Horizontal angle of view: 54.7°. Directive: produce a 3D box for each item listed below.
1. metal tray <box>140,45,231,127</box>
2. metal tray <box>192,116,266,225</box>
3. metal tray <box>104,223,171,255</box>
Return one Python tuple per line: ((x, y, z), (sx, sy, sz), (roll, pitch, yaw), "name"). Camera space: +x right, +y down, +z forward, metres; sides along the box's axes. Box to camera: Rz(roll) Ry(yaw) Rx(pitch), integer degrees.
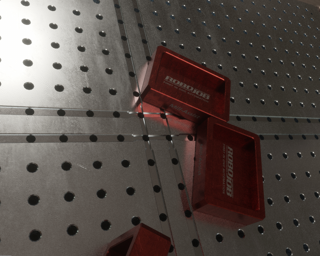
((0.043, -0.060, 0.466), (0.131, 0.030, 0.090), (22, 53, -15), "metal tray")
((0.094, 0.056, 0.423), (0.091, 0.030, 0.130), (20, 54, -17), "metal tray")
((-0.041, 0.152, 0.252), (0.030, 0.090, 0.130), (31, 51, -9), "metal tray")
